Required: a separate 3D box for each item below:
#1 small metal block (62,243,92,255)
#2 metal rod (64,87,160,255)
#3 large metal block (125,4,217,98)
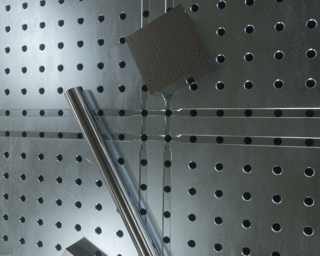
[{"bbox_3d":[-0.124,0.208,0.455,0.050,0.025,0.050,32,100,17],"label":"small metal block"},{"bbox_3d":[-0.062,0.078,0.433,0.025,0.025,0.299,-30,81,17],"label":"metal rod"},{"bbox_3d":[0.015,-0.093,0.393,0.080,0.050,0.080,-27,81,17],"label":"large metal block"}]
